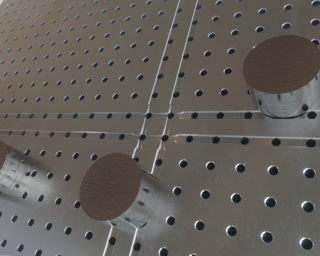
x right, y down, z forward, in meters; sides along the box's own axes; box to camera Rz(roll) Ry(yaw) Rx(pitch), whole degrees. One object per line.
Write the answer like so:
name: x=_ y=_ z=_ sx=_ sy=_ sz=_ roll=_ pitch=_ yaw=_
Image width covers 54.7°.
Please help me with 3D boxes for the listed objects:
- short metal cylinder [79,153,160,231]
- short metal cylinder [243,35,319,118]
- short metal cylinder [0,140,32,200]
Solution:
short metal cylinder: x=-0.047 y=0.076 z=0.369 sx=0.080 sy=0.050 sz=0.080 roll=-13 pitch=56 yaw=20
short metal cylinder: x=0.140 y=-0.058 z=0.354 sx=0.080 sy=0.050 sz=0.080 roll=-13 pitch=56 yaw=20
short metal cylinder: x=-0.249 y=0.065 z=0.480 sx=0.080 sy=0.050 sz=0.080 roll=-13 pitch=56 yaw=20
